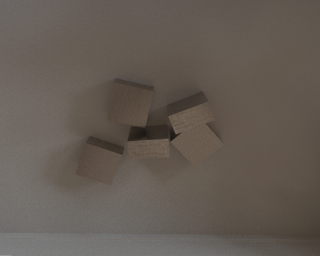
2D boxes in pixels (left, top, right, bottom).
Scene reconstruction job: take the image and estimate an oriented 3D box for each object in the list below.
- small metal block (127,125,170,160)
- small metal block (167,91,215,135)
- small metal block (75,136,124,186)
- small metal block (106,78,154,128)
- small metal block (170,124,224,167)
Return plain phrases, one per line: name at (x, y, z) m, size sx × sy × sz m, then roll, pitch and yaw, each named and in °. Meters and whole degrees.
small metal block at (-0.014, 0.017, 0.404) m, size 0.050 × 0.050 × 0.025 m, roll -4°, pitch 110°, yaw 1°
small metal block at (0.038, -0.020, 0.391) m, size 0.050 × 0.050 × 0.025 m, roll -20°, pitch 109°, yaw 7°
small metal block at (-0.082, 0.045, 0.427) m, size 0.050 × 0.025 × 0.050 m, roll 20°, pitch 109°, yaw -7°
small metal block at (-0.038, -0.032, 0.399) m, size 0.050 × 0.025 × 0.050 m, roll 12°, pitch 110°, yaw -5°
small metal block at (0.049, 0.016, 0.417) m, size 0.050 × 0.025 × 0.050 m, roll -40°, pitch 106°, yaw 13°
